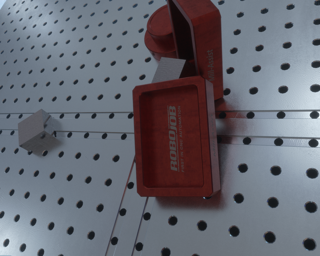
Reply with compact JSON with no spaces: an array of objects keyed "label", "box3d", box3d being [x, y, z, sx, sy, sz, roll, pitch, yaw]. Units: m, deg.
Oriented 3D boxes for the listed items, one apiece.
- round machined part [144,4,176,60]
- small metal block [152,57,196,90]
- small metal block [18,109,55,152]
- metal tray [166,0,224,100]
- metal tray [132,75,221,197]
[{"label":"round machined part","box3d":[0.019,-0.156,0.483,0.098,0.042,0.098,-13,56,21]},{"label":"small metal block","box3d":[0.017,-0.068,0.426,0.050,0.025,0.050,21,90,47]},{"label":"small metal block","box3d":[-0.206,0.004,0.514,0.050,0.025,0.050,-30,52,8]},{"label":"metal tray","box3d":[0.043,-0.102,0.379,0.030,0.130,0.090,-21,52,-3]},{"label":"metal tray","box3d":[0.017,0.012,0.355,0.090,0.030,0.129,-6,84,25]}]
